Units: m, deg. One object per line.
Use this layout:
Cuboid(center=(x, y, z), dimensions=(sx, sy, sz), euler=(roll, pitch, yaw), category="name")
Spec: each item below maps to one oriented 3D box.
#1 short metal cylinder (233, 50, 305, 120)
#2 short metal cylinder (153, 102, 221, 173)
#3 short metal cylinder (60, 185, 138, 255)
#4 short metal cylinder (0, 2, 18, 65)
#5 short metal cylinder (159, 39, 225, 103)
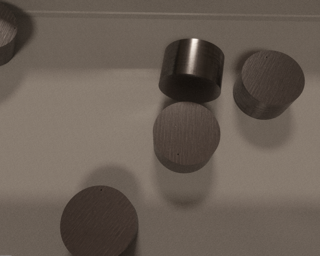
Cuboid(center=(0.145, -0.057, 0.419), dimensions=(0.081, 0.050, 0.080), euler=(0, 70, 0), category="short metal cylinder")
Cuboid(center=(0.032, 0.013, 0.392), dimensions=(0.081, 0.050, 0.080), euler=(0, 70, 0), category="short metal cylinder")
Cuboid(center=(-0.067, 0.110, 0.355), dimensions=(0.081, 0.050, 0.080), euler=(0, 70, 0), category="short metal cylinder")
Cuboid(center=(-0.241, -0.131, 0.426), dimensions=(0.081, 0.050, 0.080), euler=(10, 67, -24), category="short metal cylinder")
Cuboid(center=(0.042, -0.072, 0.407), dimensions=(0.080, 0.080, 0.050), euler=(9, 70, 3), category="short metal cylinder")
